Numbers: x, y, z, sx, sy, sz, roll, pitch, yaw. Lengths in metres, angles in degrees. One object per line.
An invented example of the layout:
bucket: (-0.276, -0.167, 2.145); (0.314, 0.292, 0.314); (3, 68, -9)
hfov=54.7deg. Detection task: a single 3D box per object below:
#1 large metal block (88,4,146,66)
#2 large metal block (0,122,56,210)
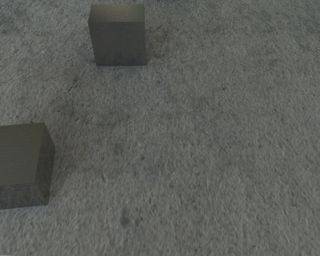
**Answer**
large metal block: (-0.064, -0.145, 0.489); (0.081, 0.080, 0.050); (-1, 50, -2)
large metal block: (-0.169, 0.043, 0.349); (0.081, 0.050, 0.080); (-5, 50, -5)
